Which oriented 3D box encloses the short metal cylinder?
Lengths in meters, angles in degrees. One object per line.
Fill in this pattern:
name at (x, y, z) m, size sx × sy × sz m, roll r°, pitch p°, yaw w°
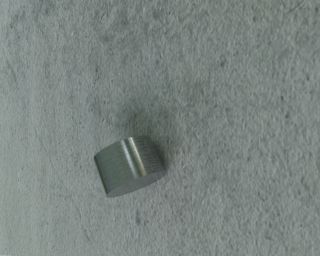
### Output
short metal cylinder at (-0.039, 0.050, 0.399) m, size 0.080 × 0.081 × 0.050 m, roll -36°, pitch 68°, yaw 34°
